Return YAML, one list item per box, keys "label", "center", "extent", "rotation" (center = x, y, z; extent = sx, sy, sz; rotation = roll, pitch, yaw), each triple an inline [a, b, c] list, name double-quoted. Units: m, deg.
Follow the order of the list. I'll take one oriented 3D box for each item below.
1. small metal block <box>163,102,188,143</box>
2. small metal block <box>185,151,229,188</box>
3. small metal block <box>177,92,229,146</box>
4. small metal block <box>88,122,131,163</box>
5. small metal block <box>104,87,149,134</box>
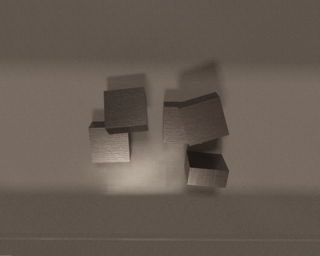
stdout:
- label: "small metal block"
  center: [0.030, -0.007, 0.409]
  extent: [0.050, 0.025, 0.050]
  rotation: [1, 110, -1]
- label: "small metal block"
  center: [0.061, 0.055, 0.419]
  extent: [0.050, 0.050, 0.025]
  rotation: [6, 110, -3]
- label: "small metal block"
  center: [0.053, -0.011, 0.382]
  extent: [0.050, 0.025, 0.050]
  rotation: [-17, 110, 5]
- label: "small metal block"
  center: [-0.066, 0.018, 0.417]
  extent: [0.050, 0.025, 0.050]
  rotation: [-1, 110, 0]
- label: "small metal block"
  center: [-0.042, -0.021, 0.389]
  extent: [0.050, 0.025, 0.050]
  rotation: [-6, 72, 1]
